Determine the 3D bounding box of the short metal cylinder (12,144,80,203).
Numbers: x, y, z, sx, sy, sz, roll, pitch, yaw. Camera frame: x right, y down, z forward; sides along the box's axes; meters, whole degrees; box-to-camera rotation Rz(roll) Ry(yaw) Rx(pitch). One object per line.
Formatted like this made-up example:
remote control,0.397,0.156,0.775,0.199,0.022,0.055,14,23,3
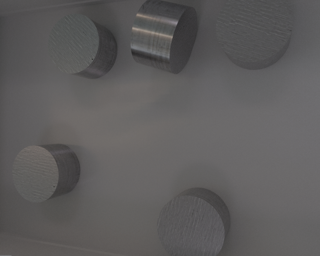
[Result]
short metal cylinder,-0.166,0.064,0.456,0.080,0.050,0.080,0,90,20

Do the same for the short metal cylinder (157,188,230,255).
short metal cylinder,0.043,0.118,0.382,0.080,0.050,0.080,0,90,20

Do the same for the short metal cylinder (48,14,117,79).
short metal cylinder,-0.108,-0.112,0.435,0.080,0.050,0.080,0,90,20

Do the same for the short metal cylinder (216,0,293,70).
short metal cylinder,0.109,-0.111,0.358,0.080,0.050,0.080,0,90,20

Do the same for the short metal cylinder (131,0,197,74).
short metal cylinder,0.007,-0.111,0.379,0.050,0.080,0.080,20,97,19
